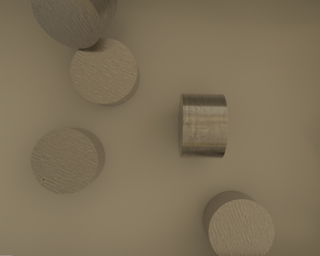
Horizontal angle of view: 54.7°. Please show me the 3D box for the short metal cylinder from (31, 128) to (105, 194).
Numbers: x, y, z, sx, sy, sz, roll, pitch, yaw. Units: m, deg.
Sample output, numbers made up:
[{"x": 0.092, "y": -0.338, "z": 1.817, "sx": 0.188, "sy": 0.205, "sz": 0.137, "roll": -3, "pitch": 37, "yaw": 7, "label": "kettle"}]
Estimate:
[{"x": -0.115, "y": 0.040, "z": 0.397, "sx": 0.081, "sy": 0.050, "sz": 0.079, "roll": 0, "pitch": 90, "yaw": -1, "label": "short metal cylinder"}]

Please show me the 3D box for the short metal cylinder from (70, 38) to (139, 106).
[{"x": -0.068, "y": -0.069, "z": 0.398, "sx": 0.081, "sy": 0.050, "sz": 0.079, "roll": 0, "pitch": 90, "yaw": -1, "label": "short metal cylinder"}]

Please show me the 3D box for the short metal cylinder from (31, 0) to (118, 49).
[{"x": -0.095, "y": -0.138, "z": 0.352, "sx": 0.080, "sy": 0.080, "sz": 0.050, "roll": 19, "pitch": 53, "yaw": -1, "label": "short metal cylinder"}]

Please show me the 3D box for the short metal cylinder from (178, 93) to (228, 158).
[{"x": 0.051, "y": -0.003, "z": 0.385, "sx": 0.050, "sy": 0.080, "sz": 0.079, "roll": 1, "pitch": 90, "yaw": 0, "label": "short metal cylinder"}]

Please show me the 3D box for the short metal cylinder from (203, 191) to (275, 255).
[{"x": 0.099, "y": 0.126, "z": 0.400, "sx": 0.081, "sy": 0.050, "sz": 0.079, "roll": 0, "pitch": 90, "yaw": -1, "label": "short metal cylinder"}]
